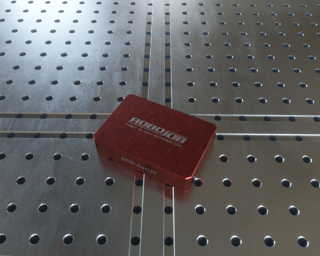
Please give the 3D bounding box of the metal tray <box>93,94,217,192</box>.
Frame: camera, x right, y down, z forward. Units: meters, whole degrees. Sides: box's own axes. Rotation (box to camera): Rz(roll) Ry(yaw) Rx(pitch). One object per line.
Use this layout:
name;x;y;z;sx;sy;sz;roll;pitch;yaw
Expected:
metal tray;-0.005;0.014;0.393;0.130;0.030;0.090;22;53;16
